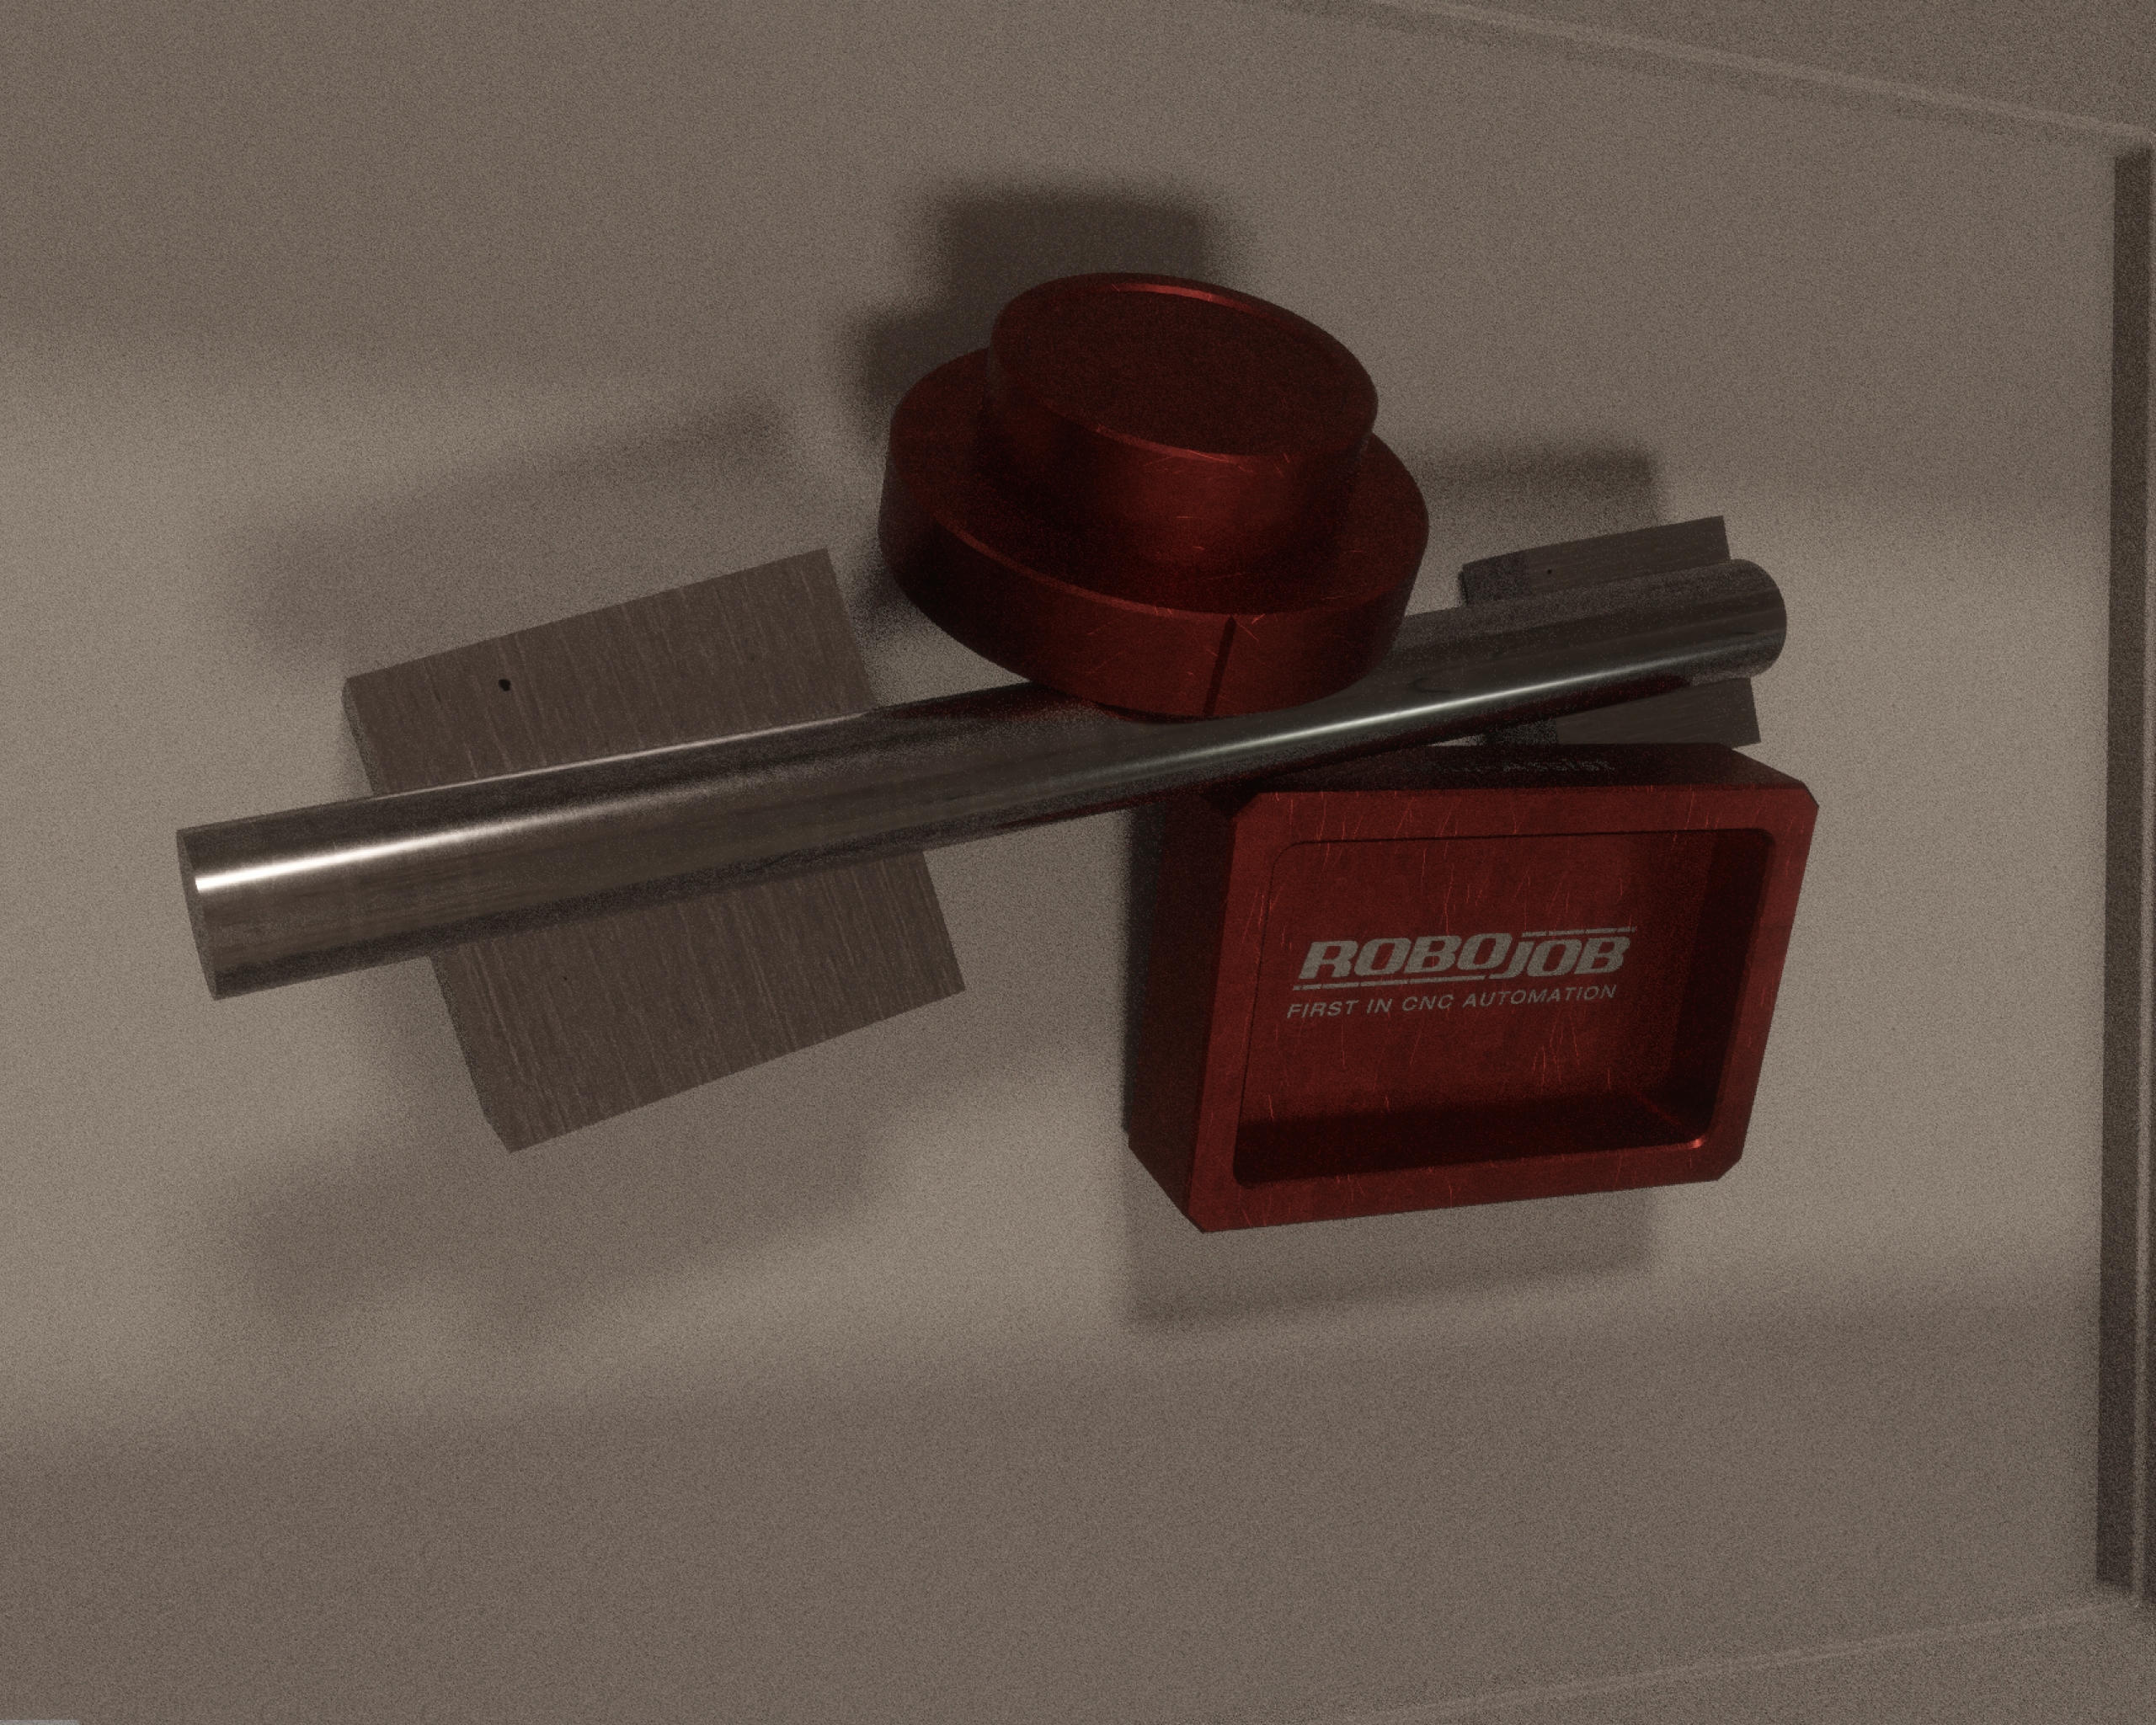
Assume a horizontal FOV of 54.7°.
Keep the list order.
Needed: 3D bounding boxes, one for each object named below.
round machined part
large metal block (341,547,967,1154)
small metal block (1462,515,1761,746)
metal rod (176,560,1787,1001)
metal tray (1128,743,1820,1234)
[{"bbox_3d":[0.016,-0.072,0.375,0.099,0.098,0.042,-5,132,-20],"label":"round machined part"},{"bbox_3d":[-0.076,-0.003,0.367,0.081,0.050,0.080,-19,97,-19],"label":"large metal block"},{"bbox_3d":[0.116,-0.045,0.453,0.050,0.025,0.050,-12,94,-20],"label":"small metal block"},{"bbox_3d":[0.006,-0.022,0.365,0.303,0.025,0.025,-12,95,-27],"label":"metal rod"},{"bbox_3d":[0.080,0.023,0.422,0.131,0.030,0.089,-2,110,-21],"label":"metal tray"}]
